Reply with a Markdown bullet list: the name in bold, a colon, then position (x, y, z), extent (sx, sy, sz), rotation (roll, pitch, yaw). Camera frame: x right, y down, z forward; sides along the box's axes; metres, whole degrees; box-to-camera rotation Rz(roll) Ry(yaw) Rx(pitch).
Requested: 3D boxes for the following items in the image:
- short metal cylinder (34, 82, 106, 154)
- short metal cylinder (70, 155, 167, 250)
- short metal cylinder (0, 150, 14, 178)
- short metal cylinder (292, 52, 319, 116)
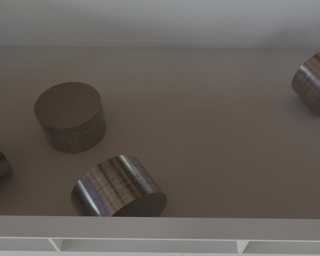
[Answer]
- **short metal cylinder**: position (-0.113, -0.014, 0.400), extent (0.080, 0.050, 0.080), rotation (0, 50, 0)
- **short metal cylinder**: position (-0.040, 0.073, 0.307), extent (0.081, 0.080, 0.050), rotation (-28, 56, -21)
- **short metal cylinder**: position (-0.210, 0.029, 0.343), extent (0.050, 0.080, 0.080), rotation (-37, 59, -27)
- **short metal cylinder**: position (0.231, -0.062, 0.423), extent (0.081, 0.080, 0.050), rotation (-15, 52, -13)
